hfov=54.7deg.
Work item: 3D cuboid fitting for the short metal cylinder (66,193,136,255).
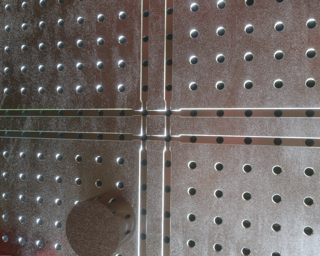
[{"bbox_3d":[-0.080,0.134,0.426,0.080,0.050,0.079,0,90,19],"label":"short metal cylinder"}]
